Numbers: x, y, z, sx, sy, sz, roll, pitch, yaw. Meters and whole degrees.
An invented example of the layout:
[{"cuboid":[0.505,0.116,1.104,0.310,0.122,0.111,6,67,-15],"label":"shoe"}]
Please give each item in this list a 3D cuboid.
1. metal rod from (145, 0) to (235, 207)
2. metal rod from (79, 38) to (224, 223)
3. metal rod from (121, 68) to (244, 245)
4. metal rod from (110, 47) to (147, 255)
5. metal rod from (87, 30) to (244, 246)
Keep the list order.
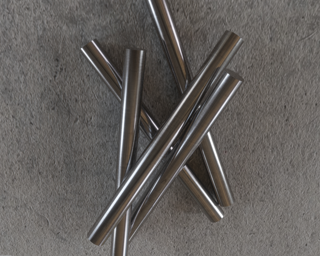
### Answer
[{"cuboid":[0.044,-0.025,0.400,0.025,0.025,0.299,-19,109,7],"label":"metal rod"},{"cuboid":[-0.001,0.015,0.415,0.025,0.025,0.300,-33,107,11],"label":"metal rod"},{"cuboid":[0.012,0.056,0.403,0.025,0.025,0.298,26,118,-9],"label":"metal rod"},{"cuboid":[-0.044,0.050,0.399,0.025,0.025,0.298,6,110,-2],"label":"metal rod"},{"cuboid":[0.003,0.017,0.375,0.025,0.025,0.299,33,96,-12],"label":"metal rod"}]
